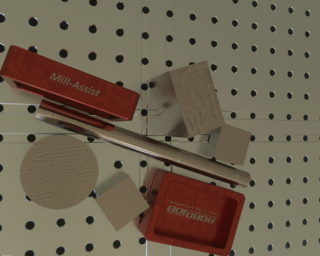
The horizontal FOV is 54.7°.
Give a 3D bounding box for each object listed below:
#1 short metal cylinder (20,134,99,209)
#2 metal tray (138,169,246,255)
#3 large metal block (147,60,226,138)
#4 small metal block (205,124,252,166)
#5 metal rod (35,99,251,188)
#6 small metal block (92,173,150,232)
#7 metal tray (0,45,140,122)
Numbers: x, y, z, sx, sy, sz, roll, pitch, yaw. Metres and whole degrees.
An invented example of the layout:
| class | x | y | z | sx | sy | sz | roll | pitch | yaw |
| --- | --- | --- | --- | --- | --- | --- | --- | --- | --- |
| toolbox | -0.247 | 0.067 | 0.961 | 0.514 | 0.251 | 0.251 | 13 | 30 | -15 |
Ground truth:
| class | x | y | z | sx | sy | sz | roll | pitch | yaw |
| --- | --- | --- | --- | --- | --- | --- | --- | --- | --- |
| short metal cylinder | -0.115 | 0.047 | 0.356 | 0.081 | 0.050 | 0.080 | 0 | 90 | -20 |
| metal tray | 0.046 | 0.117 | 0.426 | 0.131 | 0.030 | 0.090 | 19 | 84 | -19 |
| large metal block | 0.031 | -0.034 | 0.396 | 0.050 | 0.080 | 0.080 | -20 | 97 | -19 |
| small metal block | 0.099 | 0.024 | 0.449 | 0.050 | 0.025 | 0.050 | 18 | 84 | -19 |
| metal rod | -0.008 | 0.028 | 0.410 | 0.302 | 0.025 | 0.025 | 20 | 83 | -19 |
| small metal block | -0.050 | 0.093 | 0.395 | 0.050 | 0.025 | 0.050 | -34 | 101 | -17 |
| metal tray | -0.097 | -0.042 | 0.341 | 0.131 | 0.090 | 0.030 | 20 | 84 | -19 |
